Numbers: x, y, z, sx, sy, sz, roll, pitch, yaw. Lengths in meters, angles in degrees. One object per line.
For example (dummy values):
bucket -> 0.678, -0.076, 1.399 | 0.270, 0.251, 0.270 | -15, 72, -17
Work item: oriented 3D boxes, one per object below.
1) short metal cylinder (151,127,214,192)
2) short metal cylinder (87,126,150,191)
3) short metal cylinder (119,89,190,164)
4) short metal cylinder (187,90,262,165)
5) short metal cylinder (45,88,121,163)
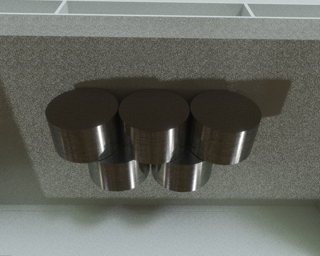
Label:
short metal cylinder -> 0.029, 0.036, 0.401 | 0.081, 0.080, 0.050 | 1, 130, -1
short metal cylinder -> -0.053, 0.034, 0.399 | 0.081, 0.080, 0.050 | 1, 130, -1
short metal cylinder -> -0.007, -0.003, 0.368 | 0.081, 0.080, 0.050 | 1, 130, -1
short metal cylinder -> 0.074, -0.002, 0.369 | 0.081, 0.080, 0.050 | 1, 130, -1
short metal cylinder -> -0.088, -0.004, 0.366 | 0.081, 0.080, 0.050 | 1, 130, -1
